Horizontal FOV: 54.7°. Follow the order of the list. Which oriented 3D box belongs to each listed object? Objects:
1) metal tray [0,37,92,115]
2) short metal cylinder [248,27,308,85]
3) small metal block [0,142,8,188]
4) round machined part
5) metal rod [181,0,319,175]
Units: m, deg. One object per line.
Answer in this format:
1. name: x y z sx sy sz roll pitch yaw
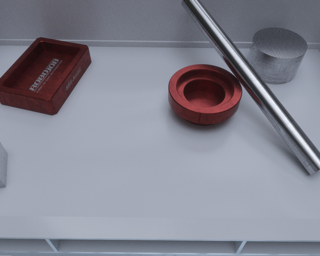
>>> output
1. metal tray: -0.172 -0.083 0.469 0.090 0.030 0.130 12 51 9
2. short metal cylinder: 0.181 -0.114 0.487 0.081 0.050 0.080 0 50 0
3. small metal block: -0.210 0.048 0.362 0.050 0.025 0.050 -12 51 -10
4. round machined part: 0.060 -0.041 0.430 0.099 0.042 0.098 0 50 0
5. metal rod: 0.116 -0.072 0.417 0.025 0.025 0.299 -24 70 -19
